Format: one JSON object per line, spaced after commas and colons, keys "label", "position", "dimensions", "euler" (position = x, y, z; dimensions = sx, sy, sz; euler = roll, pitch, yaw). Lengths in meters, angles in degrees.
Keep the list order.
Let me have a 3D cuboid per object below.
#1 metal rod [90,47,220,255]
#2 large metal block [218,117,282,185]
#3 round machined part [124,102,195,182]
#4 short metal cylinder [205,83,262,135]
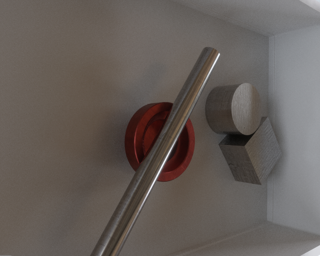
{"label": "metal rod", "position": [0.001, 0.024, 0.354], "dimensions": [0.025, 0.025, 0.300], "euler": [43, 64, -32]}
{"label": "large metal block", "position": [0.155, 0.036, 0.523], "dimensions": [0.080, 0.050, 0.080], "euler": [-43, 116, -32]}
{"label": "round machined part", "position": [-0.005, 0.017, 0.394], "dimensions": [0.099, 0.042, 0.097], "euler": [0, 90, -40]}
{"label": "short metal cylinder", "position": [0.118, -0.029, 0.492], "dimensions": [0.081, 0.050, 0.079], "euler": [0, 90, -40]}
